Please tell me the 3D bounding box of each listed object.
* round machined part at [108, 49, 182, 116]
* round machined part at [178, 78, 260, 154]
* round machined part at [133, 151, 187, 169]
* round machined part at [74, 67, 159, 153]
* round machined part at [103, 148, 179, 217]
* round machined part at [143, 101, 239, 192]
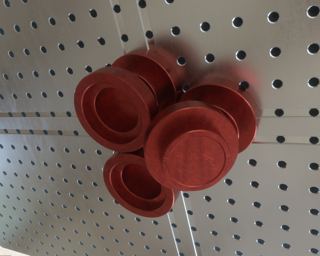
[{"bbox_3d":[-0.025,-0.045,0.388,0.098,0.042,0.097,13,124,21],"label":"round machined part"},{"bbox_3d":[0.063,-0.006,0.364,0.098,0.042,0.097,13,124,21],"label":"round machined part"},{"bbox_3d":[-0.002,0.042,0.428,0.098,0.042,0.097,13,124,21],"label":"round machined part"},{"bbox_3d":[-0.045,-0.024,0.355,0.098,0.042,0.097,13,124,21],"label":"round machined part"},{"bbox_3d":[-0.020,0.062,0.395,0.098,0.042,0.097,13,124,21],"label":"round machined part"},{"bbox_3d":[0.033,0.025,0.316,0.099,0.042,0.097,-3,114,-6],"label":"round machined part"}]
